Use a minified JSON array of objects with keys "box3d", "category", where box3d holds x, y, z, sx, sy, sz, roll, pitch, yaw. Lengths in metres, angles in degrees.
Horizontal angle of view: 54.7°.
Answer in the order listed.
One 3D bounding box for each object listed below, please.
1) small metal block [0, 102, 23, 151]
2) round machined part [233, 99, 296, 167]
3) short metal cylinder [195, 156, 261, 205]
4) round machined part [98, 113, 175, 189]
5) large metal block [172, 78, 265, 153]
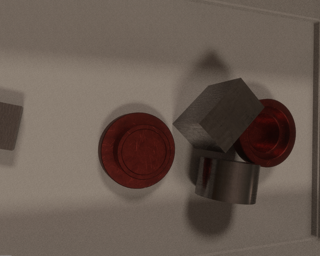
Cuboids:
[{"box3d":[-0.184,-0.004,0.343,0.050,0.025,0.050,12,86,-20],"category":"small metal block"},{"box3d":[0.147,0.007,0.458,0.099,0.042,0.097,0,90,-20],"category":"round machined part"},{"box3d":[0.090,0.068,0.416,0.081,0.080,0.050,9,87,-20],"category":"short metal cylinder"},{"box3d":[-0.026,0.029,0.393,0.099,0.042,0.097,0,90,-21],"category":"round machined part"},{"box3d":[0.074,-0.016,0.410,0.080,0.080,0.050,-47,105,-14],"category":"large metal block"}]
